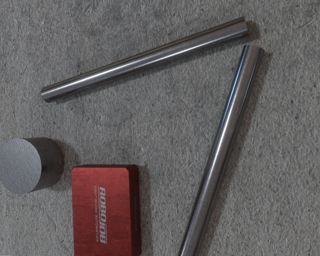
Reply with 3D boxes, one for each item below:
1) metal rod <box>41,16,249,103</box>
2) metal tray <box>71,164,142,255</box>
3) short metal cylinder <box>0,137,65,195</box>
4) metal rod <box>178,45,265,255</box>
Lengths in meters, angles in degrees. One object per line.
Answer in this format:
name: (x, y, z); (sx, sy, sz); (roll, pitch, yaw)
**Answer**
metal rod: (-0.034, -0.086, 0.420); (0.301, 0.025, 0.025); (-15, 85, 19)
metal tray: (-0.075, 0.117, 0.433); (0.090, 0.030, 0.129); (-2, 89, 19)
short metal cylinder: (-0.193, 0.055, 0.464); (0.080, 0.050, 0.079); (0, 90, 20)
metal rod: (0.070, 0.047, 0.384); (0.025, 0.025, 0.298); (18, 96, 19)
